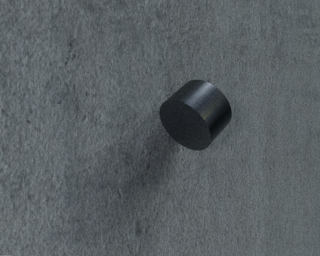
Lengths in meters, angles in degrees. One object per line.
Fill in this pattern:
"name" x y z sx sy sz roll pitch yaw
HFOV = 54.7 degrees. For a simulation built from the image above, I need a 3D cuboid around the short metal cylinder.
"short metal cylinder" 0.046 -0.017 0.410 0.050 0.080 0.080 -43 117 -32
